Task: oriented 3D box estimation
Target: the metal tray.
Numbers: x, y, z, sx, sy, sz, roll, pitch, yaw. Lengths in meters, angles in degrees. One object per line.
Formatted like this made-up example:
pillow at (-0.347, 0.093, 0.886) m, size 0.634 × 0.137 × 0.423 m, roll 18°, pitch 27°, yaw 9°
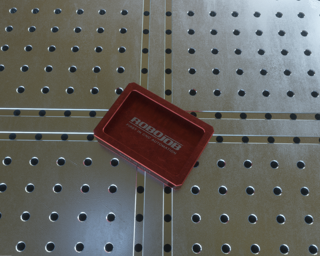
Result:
metal tray at (-0.008, 0.009, 0.405) m, size 0.130 × 0.030 × 0.090 m, roll 31°, pitch 73°, yaw 10°
